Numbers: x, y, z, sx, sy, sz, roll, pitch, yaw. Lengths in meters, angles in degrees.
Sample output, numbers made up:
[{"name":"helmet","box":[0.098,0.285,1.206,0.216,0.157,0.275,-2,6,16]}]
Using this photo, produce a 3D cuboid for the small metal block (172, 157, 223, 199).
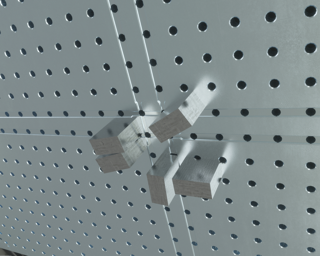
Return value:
[{"name":"small metal block","box":[0.050,0.064,0.407,0.050,0.050,0.025,2,120,26]}]

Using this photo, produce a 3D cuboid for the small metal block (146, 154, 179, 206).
[{"name":"small metal block","box":[0.007,0.072,0.434,0.025,0.050,0.050,5,121,25]}]

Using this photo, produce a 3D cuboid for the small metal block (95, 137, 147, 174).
[{"name":"small metal block","box":[-0.055,0.037,0.446,0.050,0.050,0.025,-16,110,34]}]

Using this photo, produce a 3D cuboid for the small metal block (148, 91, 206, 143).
[{"name":"small metal block","box":[0.021,-0.014,0.375,0.050,0.050,0.025,-31,101,38]}]

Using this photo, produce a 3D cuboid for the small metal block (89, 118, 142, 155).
[{"name":"small metal block","box":[-0.061,0.012,0.433,0.050,0.050,0.025,-8,114,31]}]
